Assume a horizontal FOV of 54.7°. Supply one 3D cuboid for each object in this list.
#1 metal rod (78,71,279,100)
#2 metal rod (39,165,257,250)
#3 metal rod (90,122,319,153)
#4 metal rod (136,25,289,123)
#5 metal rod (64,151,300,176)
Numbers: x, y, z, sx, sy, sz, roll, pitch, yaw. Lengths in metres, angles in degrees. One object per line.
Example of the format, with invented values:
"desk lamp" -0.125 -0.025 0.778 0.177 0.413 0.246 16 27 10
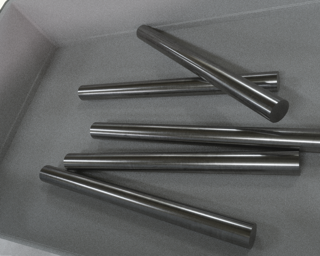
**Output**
"metal rod" 0.007 -0.056 0.436 0.300 0.025 0.025 1 62 28
"metal rod" -0.038 0.085 0.373 0.300 0.025 0.025 8 66 31
"metal rod" 0.038 0.009 0.380 0.300 0.025 0.025 2 63 29
"metal rod" 0.044 -0.088 0.410 0.025 0.025 0.300 -43 43 -2
"metal rod" 0.005 0.042 0.377 0.300 0.025 0.025 -3 61 26
